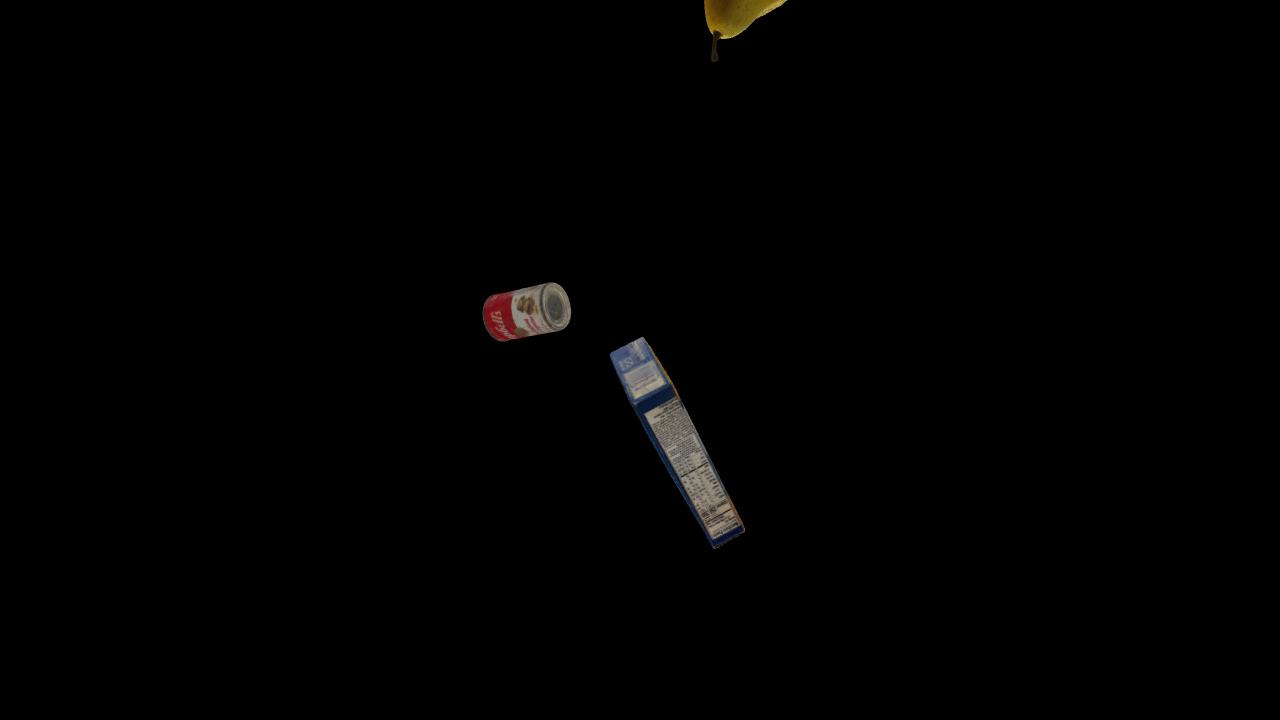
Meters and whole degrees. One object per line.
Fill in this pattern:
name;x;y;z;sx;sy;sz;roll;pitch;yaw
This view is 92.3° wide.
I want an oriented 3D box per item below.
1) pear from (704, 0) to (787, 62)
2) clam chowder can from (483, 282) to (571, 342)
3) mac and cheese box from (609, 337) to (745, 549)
pear;0.071;-0.277;0.450;0.080;0.111;0.080;34;-5;3
clam chowder can;-0.154;-0.066;0.842;0.102;0.068;0.068;-9;-4;27
mac and cheese box;0.035;0.076;0.559;0.041;0.184;0.093;-29;30;-2
